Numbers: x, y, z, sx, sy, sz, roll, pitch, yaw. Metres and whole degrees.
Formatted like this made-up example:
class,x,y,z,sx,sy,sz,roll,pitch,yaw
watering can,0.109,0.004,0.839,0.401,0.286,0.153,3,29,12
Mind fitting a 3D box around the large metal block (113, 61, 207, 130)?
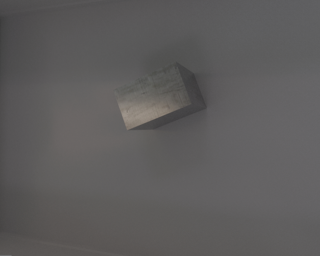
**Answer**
class,x,y,z,sx,sy,sz,roll,pitch,yaw
large metal block,0.004,-0.035,0.380,0.080,0.080,0.050,-22,83,19
